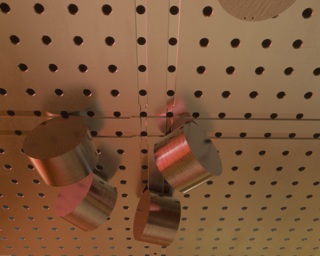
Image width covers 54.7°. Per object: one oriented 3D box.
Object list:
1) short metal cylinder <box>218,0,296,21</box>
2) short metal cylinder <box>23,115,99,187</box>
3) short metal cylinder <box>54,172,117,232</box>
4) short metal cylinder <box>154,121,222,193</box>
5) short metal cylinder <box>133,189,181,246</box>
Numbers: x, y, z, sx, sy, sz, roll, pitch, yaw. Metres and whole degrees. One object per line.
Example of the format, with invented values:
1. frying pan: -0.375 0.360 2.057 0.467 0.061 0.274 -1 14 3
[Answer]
1. short metal cylinder: 0.084 -0.143 0.274 0.081 0.050 0.079 0 130 0
2. short metal cylinder: -0.125 0.028 0.398 0.080 0.080 0.050 -7 130 5
3. short metal cylinder: -0.111 0.107 0.465 0.080 0.080 0.050 -31 124 23
4. short metal cylinder: 0.037 0.038 0.408 0.050 0.080 0.080 -35 122 26
5. short metal cylinder: -0.006 0.144 0.498 0.050 0.080 0.079 17 128 -14
